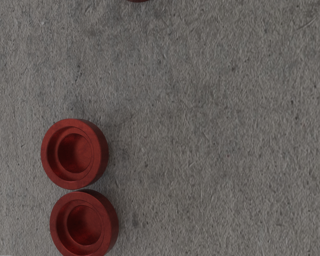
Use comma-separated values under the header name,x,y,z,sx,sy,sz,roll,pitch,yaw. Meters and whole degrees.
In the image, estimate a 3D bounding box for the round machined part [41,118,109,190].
name,x,y,z,sx,sy,sz,roll,pitch,yaw
round machined part,-0.116,0.036,0.441,0.098,0.042,0.097,0,90,20

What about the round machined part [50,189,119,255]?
name,x,y,z,sx,sy,sz,roll,pitch,yaw
round machined part,-0.101,0.134,0.436,0.098,0.042,0.097,0,90,20

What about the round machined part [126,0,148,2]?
name,x,y,z,sx,sy,sz,roll,pitch,yaw
round machined part,-0.032,-0.223,0.411,0.098,0.042,0.097,0,90,20
